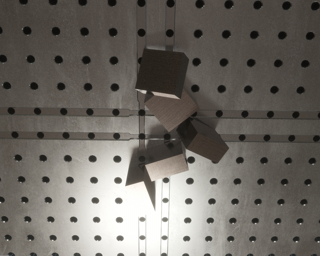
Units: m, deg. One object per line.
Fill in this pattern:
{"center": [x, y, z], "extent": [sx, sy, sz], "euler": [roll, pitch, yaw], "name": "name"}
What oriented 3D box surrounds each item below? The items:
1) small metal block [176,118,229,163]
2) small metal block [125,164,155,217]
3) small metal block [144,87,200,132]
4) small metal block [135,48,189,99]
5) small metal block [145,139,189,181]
{"center": [0.054, 0.014, 0.401], "extent": [0.050, 0.050, 0.025], "euler": [25, 109, -24], "name": "small metal block"}
{"center": [-0.026, 0.086, 0.431], "extent": [0.025, 0.050, 0.050], "euler": [-17, 110, 6], "name": "small metal block"}
{"center": [0.015, -0.032, 0.402], "extent": [0.050, 0.025, 0.050], "euler": [-38, 106, 12], "name": "small metal block"}
{"center": [0.003, -0.065, 0.371], "extent": [0.050, 0.025, 0.050], "euler": [11, 87, 21], "name": "small metal block"}
{"center": [0.009, 0.042, 0.416], "extent": [0.050, 0.050, 0.025], "euler": [-18, 109, 6], "name": "small metal block"}
